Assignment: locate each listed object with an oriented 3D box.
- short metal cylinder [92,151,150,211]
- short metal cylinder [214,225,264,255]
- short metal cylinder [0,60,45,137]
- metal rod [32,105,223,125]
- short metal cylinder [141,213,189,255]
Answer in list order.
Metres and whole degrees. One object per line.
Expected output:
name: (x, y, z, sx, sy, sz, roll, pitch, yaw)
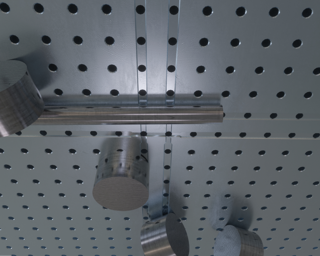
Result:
short metal cylinder: (-0.056, 0.080, 0.463, 0.081, 0.050, 0.079, 0, 130, 0)
short metal cylinder: (0.143, 0.225, 0.569, 0.050, 0.080, 0.080, 22, 127, -18)
short metal cylinder: (-0.178, -0.034, 0.345, 0.080, 0.080, 0.050, -7, 130, 5)
metal rod: (-0.072, -0.016, 0.396, 0.302, 0.025, 0.025, 0, 130, 0)
short metal cylinder: (0.010, 0.196, 0.543, 0.050, 0.080, 0.080, -26, 126, 20)
